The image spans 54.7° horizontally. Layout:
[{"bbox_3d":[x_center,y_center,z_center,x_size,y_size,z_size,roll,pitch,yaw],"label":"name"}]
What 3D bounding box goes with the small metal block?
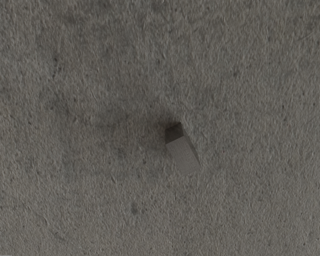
[{"bbox_3d":[0.029,0.027,0.407,0.025,0.050,0.050,-26,108,9],"label":"small metal block"}]
